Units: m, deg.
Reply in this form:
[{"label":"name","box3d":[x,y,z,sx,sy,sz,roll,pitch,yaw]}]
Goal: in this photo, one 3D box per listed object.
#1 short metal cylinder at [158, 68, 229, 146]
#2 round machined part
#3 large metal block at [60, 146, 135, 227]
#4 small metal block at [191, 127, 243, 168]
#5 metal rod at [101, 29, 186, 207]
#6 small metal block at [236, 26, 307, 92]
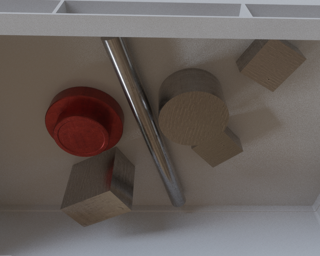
[{"label":"short metal cylinder","box3d":[0.038,-0.025,0.372,0.081,0.050,0.079,0,130,0]},{"label":"round machined part","box3d":[-0.097,-0.001,0.396,0.099,0.042,0.097,-1,130,0]},{"label":"large metal block","box3d":[-0.085,0.084,0.443,0.080,0.080,0.050,-23,127,18]},{"label":"small metal block","box3d":[0.078,0.022,0.429,0.050,0.025,0.050,-34,123,25]},{"label":"metal rod","box3d":[-0.010,0.011,0.418,0.025,0.025,0.299,-12,129,10]},{"label":"small metal block","box3d":[0.123,-0.076,0.347,0.050,0.025,0.050,25,126,-20]}]
